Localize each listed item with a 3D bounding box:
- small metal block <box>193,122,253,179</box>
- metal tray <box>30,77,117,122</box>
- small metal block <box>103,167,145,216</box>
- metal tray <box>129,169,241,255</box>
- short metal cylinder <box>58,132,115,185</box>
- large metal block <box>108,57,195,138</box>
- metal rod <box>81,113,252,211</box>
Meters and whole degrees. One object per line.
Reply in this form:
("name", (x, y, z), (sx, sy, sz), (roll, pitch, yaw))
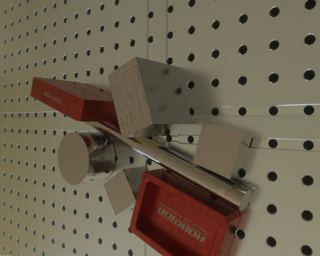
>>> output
("small metal block", (0.070, 0.024, 0.351), (0.050, 0.025, 0.050), (22, 104, 38))
("metal tray", (-0.120, -0.043, 0.465), (0.130, 0.091, 0.030), (24, 105, 37))
("small metal block", (-0.050, 0.092, 0.452), (0.050, 0.025, 0.050), (-39, 66, 33))
("metal tray", (0.025, 0.117, 0.385), (0.130, 0.030, 0.089), (23, 105, 37))
("short metal cylinder", (-0.116, 0.046, 0.488), (0.080, 0.050, 0.080), (0, 90, 40))
("large metal block", (-0.010, -0.034, 0.383), (0.050, 0.081, 0.080), (-23, 75, 38))
("metal rod", (-0.017, 0.027, 0.423), (0.300, 0.025, 0.025), (25, 106, 37))
